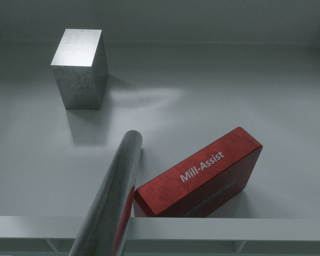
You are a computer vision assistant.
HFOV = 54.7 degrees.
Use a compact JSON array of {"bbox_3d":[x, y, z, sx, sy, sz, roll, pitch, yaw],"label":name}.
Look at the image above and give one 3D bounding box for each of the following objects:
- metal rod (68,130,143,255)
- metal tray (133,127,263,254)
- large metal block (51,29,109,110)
[{"bbox_3d":[-0.032,0.042,0.249,0.025,0.025,0.300,-1,10,-1],"label":"metal rod"},{"bbox_3d":[0.037,0.063,0.310,0.131,0.089,0.030,-29,56,-22],"label":"metal tray"},{"bbox_3d":[-0.108,-0.082,0.437,0.050,0.080,0.080,2,50,1],"label":"large metal block"}]
